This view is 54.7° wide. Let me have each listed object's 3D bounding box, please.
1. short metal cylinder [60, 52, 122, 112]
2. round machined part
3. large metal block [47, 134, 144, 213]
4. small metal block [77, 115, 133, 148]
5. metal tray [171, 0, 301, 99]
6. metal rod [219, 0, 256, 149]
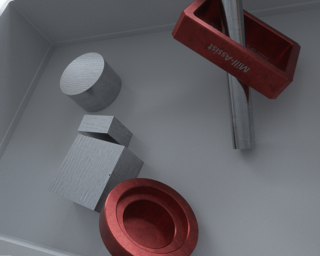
[{"bbox_3d":[-0.108,-0.072,0.488,0.080,0.050,0.080,-13,56,20],"label":"short metal cylinder"},{"bbox_3d":[-0.014,0.102,0.315,0.098,0.099,0.042,60,136,38],"label":"round machined part"},{"bbox_3d":[-0.080,0.061,0.393,0.080,0.050,0.080,12,68,32],"label":"large metal block"},{"bbox_3d":[-0.074,0.006,0.423,0.050,0.050,0.025,4,64,29],"label":"small metal block"},{"bbox_3d":[0.089,-0.098,0.347,0.130,0.030,0.090,33,46,2],"label":"metal tray"},{"bbox_3d":[0.081,-0.126,0.348,0.025,0.025,0.298,-5,89,25],"label":"metal rod"}]
